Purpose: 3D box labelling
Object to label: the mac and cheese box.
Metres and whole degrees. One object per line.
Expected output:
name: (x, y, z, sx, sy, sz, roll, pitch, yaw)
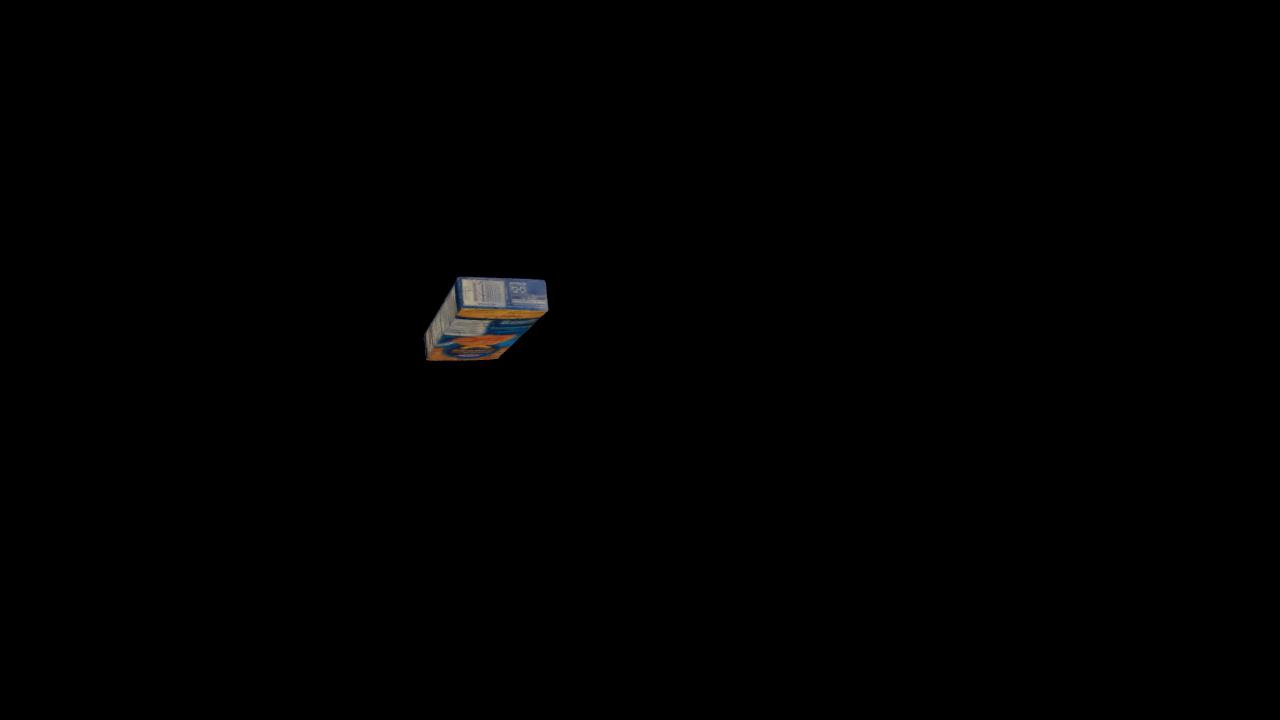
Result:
mac and cheese box: (-0.178, -0.041, 0.689, 0.093, 0.041, 0.184, -3, -14, -30)
